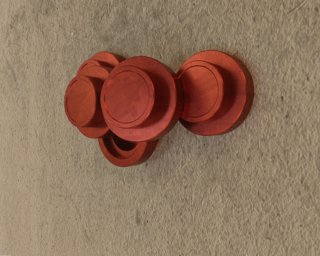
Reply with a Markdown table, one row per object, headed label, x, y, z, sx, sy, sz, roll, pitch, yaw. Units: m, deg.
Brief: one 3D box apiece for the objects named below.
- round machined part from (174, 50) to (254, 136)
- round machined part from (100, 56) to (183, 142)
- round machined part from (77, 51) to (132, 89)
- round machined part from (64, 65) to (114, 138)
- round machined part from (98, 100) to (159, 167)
| label | x | y | z | sx | sy | sz | roll | pitch | yaw |
| --- | --- | --- | --- | --- | --- | --- | --- | --- | --- |
| round machined part | 0.051 | -0.040 | 0.351 | 0.098 | 0.042 | 0.097 | 0 | 90 | 39 |
| round machined part | -0.027 | -0.033 | 0.348 | 0.098 | 0.042 | 0.097 | -1 | 88 | 26 |
| round machined part | -0.090 | -0.067 | 0.467 | 0.098 | 0.042 | 0.097 | 0 | 90 | 39 |
| round machined part | -0.090 | -0.035 | 0.412 | 0.098 | 0.042 | 0.097 | 0 | 90 | 39 |
| round machined part | -0.039 | 0.003 | 0.425 | 0.098 | 0.042 | 0.097 | 0 | 90 | 39 |
